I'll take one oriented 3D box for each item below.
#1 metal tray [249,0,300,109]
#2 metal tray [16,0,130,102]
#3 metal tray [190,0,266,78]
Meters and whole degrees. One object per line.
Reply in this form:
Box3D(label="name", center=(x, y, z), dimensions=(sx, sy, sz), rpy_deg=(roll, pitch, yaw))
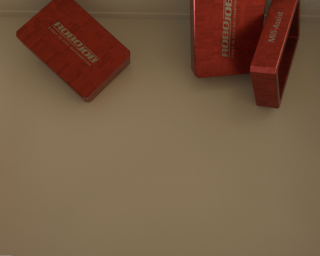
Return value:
Box3D(label="metal tray", center=(0.156, -0.103, 0.412), dimensions=(0.030, 0.090, 0.130), rpy_deg=(12, 69, 28))
Box3D(label="metal tray", center=(-0.117, -0.111, 0.429), dimensions=(0.130, 0.030, 0.090), rpy_deg=(43, 80, 2))
Box3D(label="metal tray", center=(0.088, -0.136, 0.411), dimensions=(0.091, 0.129, 0.030), rpy_deg=(-6, 30, -3))
